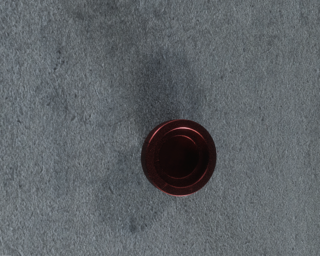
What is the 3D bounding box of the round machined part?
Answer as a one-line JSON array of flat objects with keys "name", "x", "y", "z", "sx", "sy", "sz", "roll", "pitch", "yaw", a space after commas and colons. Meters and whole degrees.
[{"name": "round machined part", "x": 0.021, "y": 0.037, "z": 0.410, "sx": 0.099, "sy": 0.042, "sz": 0.097, "roll": 0, "pitch": 90, "yaw": -21}]
